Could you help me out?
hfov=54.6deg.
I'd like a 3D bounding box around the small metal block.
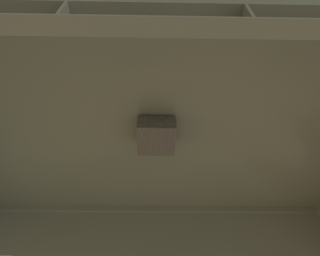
[{"bbox_3d":[-0.005,0.011,0.413,0.050,0.025,0.050,1,130,-1],"label":"small metal block"}]
